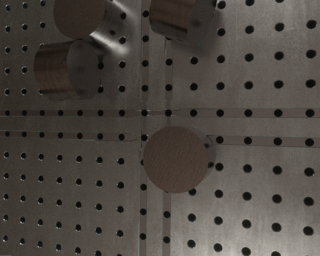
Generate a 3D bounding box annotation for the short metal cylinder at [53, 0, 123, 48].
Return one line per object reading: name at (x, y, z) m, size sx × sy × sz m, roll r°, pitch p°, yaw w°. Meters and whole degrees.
short metal cylinder at (-0.099, -0.158, 0.433) m, size 0.080 × 0.050 × 0.079 m, roll 0°, pitch 90°, yaw 19°

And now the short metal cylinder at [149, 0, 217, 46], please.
short metal cylinder at (0.030, -0.145, 0.372) m, size 0.050 × 0.080 × 0.080 m, roll 26°, pitch 98°, yaw 18°

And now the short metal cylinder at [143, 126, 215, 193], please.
short metal cylinder at (0.026, 0.037, 0.390) m, size 0.080 × 0.050 × 0.079 m, roll 0°, pitch 90°, yaw 19°

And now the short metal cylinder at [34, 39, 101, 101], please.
short metal cylinder at (-0.125, -0.078, 0.426) m, size 0.050 × 0.080 × 0.079 m, roll -1°, pitch 90°, yaw 20°
